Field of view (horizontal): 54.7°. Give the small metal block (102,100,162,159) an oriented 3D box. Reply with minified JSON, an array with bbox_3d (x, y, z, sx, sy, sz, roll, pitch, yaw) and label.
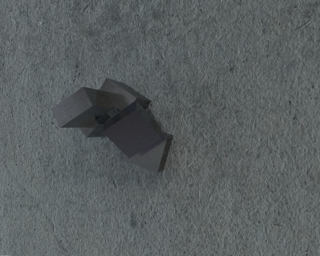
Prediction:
[{"bbox_3d":[-0.033,0.002,0.381,0.050,0.025,0.050,-33,117,17],"label":"small metal block"}]

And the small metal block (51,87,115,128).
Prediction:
[{"bbox_3d":[-0.092,-0.023,0.375,0.050,0.050,0.025,-31,80,17],"label":"small metal block"}]

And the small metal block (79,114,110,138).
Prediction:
[{"bbox_3d":[-0.095,-0.014,0.429,0.025,0.050,0.050,-47,76,14],"label":"small metal block"}]

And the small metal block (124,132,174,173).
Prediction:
[{"bbox_3d":[-0.015,0.027,0.415,0.050,0.025,0.050,17,96,18],"label":"small metal block"}]

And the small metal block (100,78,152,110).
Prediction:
[{"bbox_3d":[-0.046,-0.040,0.412,0.050,0.050,0.025,34,101,16],"label":"small metal block"}]
